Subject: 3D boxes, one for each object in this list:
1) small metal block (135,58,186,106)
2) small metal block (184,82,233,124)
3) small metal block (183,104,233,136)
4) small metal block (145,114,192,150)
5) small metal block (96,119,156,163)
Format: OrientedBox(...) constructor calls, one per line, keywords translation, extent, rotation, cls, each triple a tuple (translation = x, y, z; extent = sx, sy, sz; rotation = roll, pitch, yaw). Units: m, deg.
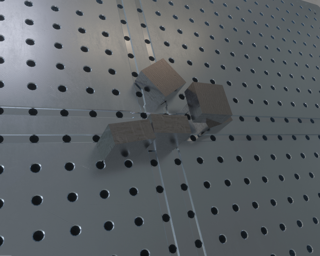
OrientedBox(translation=(0.001, -0.067, 0.449), extent=(0.050, 0.025, 0.050), rotation=(47, 51, 5), cls="small metal block")
OrientedBox(translation=(0.067, -0.035, 0.433), extent=(0.050, 0.025, 0.050), rotation=(2, 61, -27), cls="small metal block")
OrientedBox(translation=(0.071, -0.021, 0.458), extent=(0.050, 0.025, 0.050), rotation=(-17, 71, -35), cls="small metal block")
OrientedBox(translation=(0.003, 0.007, 0.389), extent=(0.050, 0.050, 0.025), rotation=(2, 61, -27), cls="small metal block")
OrientedBox(translation=(-0.040, 0.015, 0.361), extent=(0.050, 0.050, 0.025), rotation=(-8, 66, -32), cls="small metal block")
